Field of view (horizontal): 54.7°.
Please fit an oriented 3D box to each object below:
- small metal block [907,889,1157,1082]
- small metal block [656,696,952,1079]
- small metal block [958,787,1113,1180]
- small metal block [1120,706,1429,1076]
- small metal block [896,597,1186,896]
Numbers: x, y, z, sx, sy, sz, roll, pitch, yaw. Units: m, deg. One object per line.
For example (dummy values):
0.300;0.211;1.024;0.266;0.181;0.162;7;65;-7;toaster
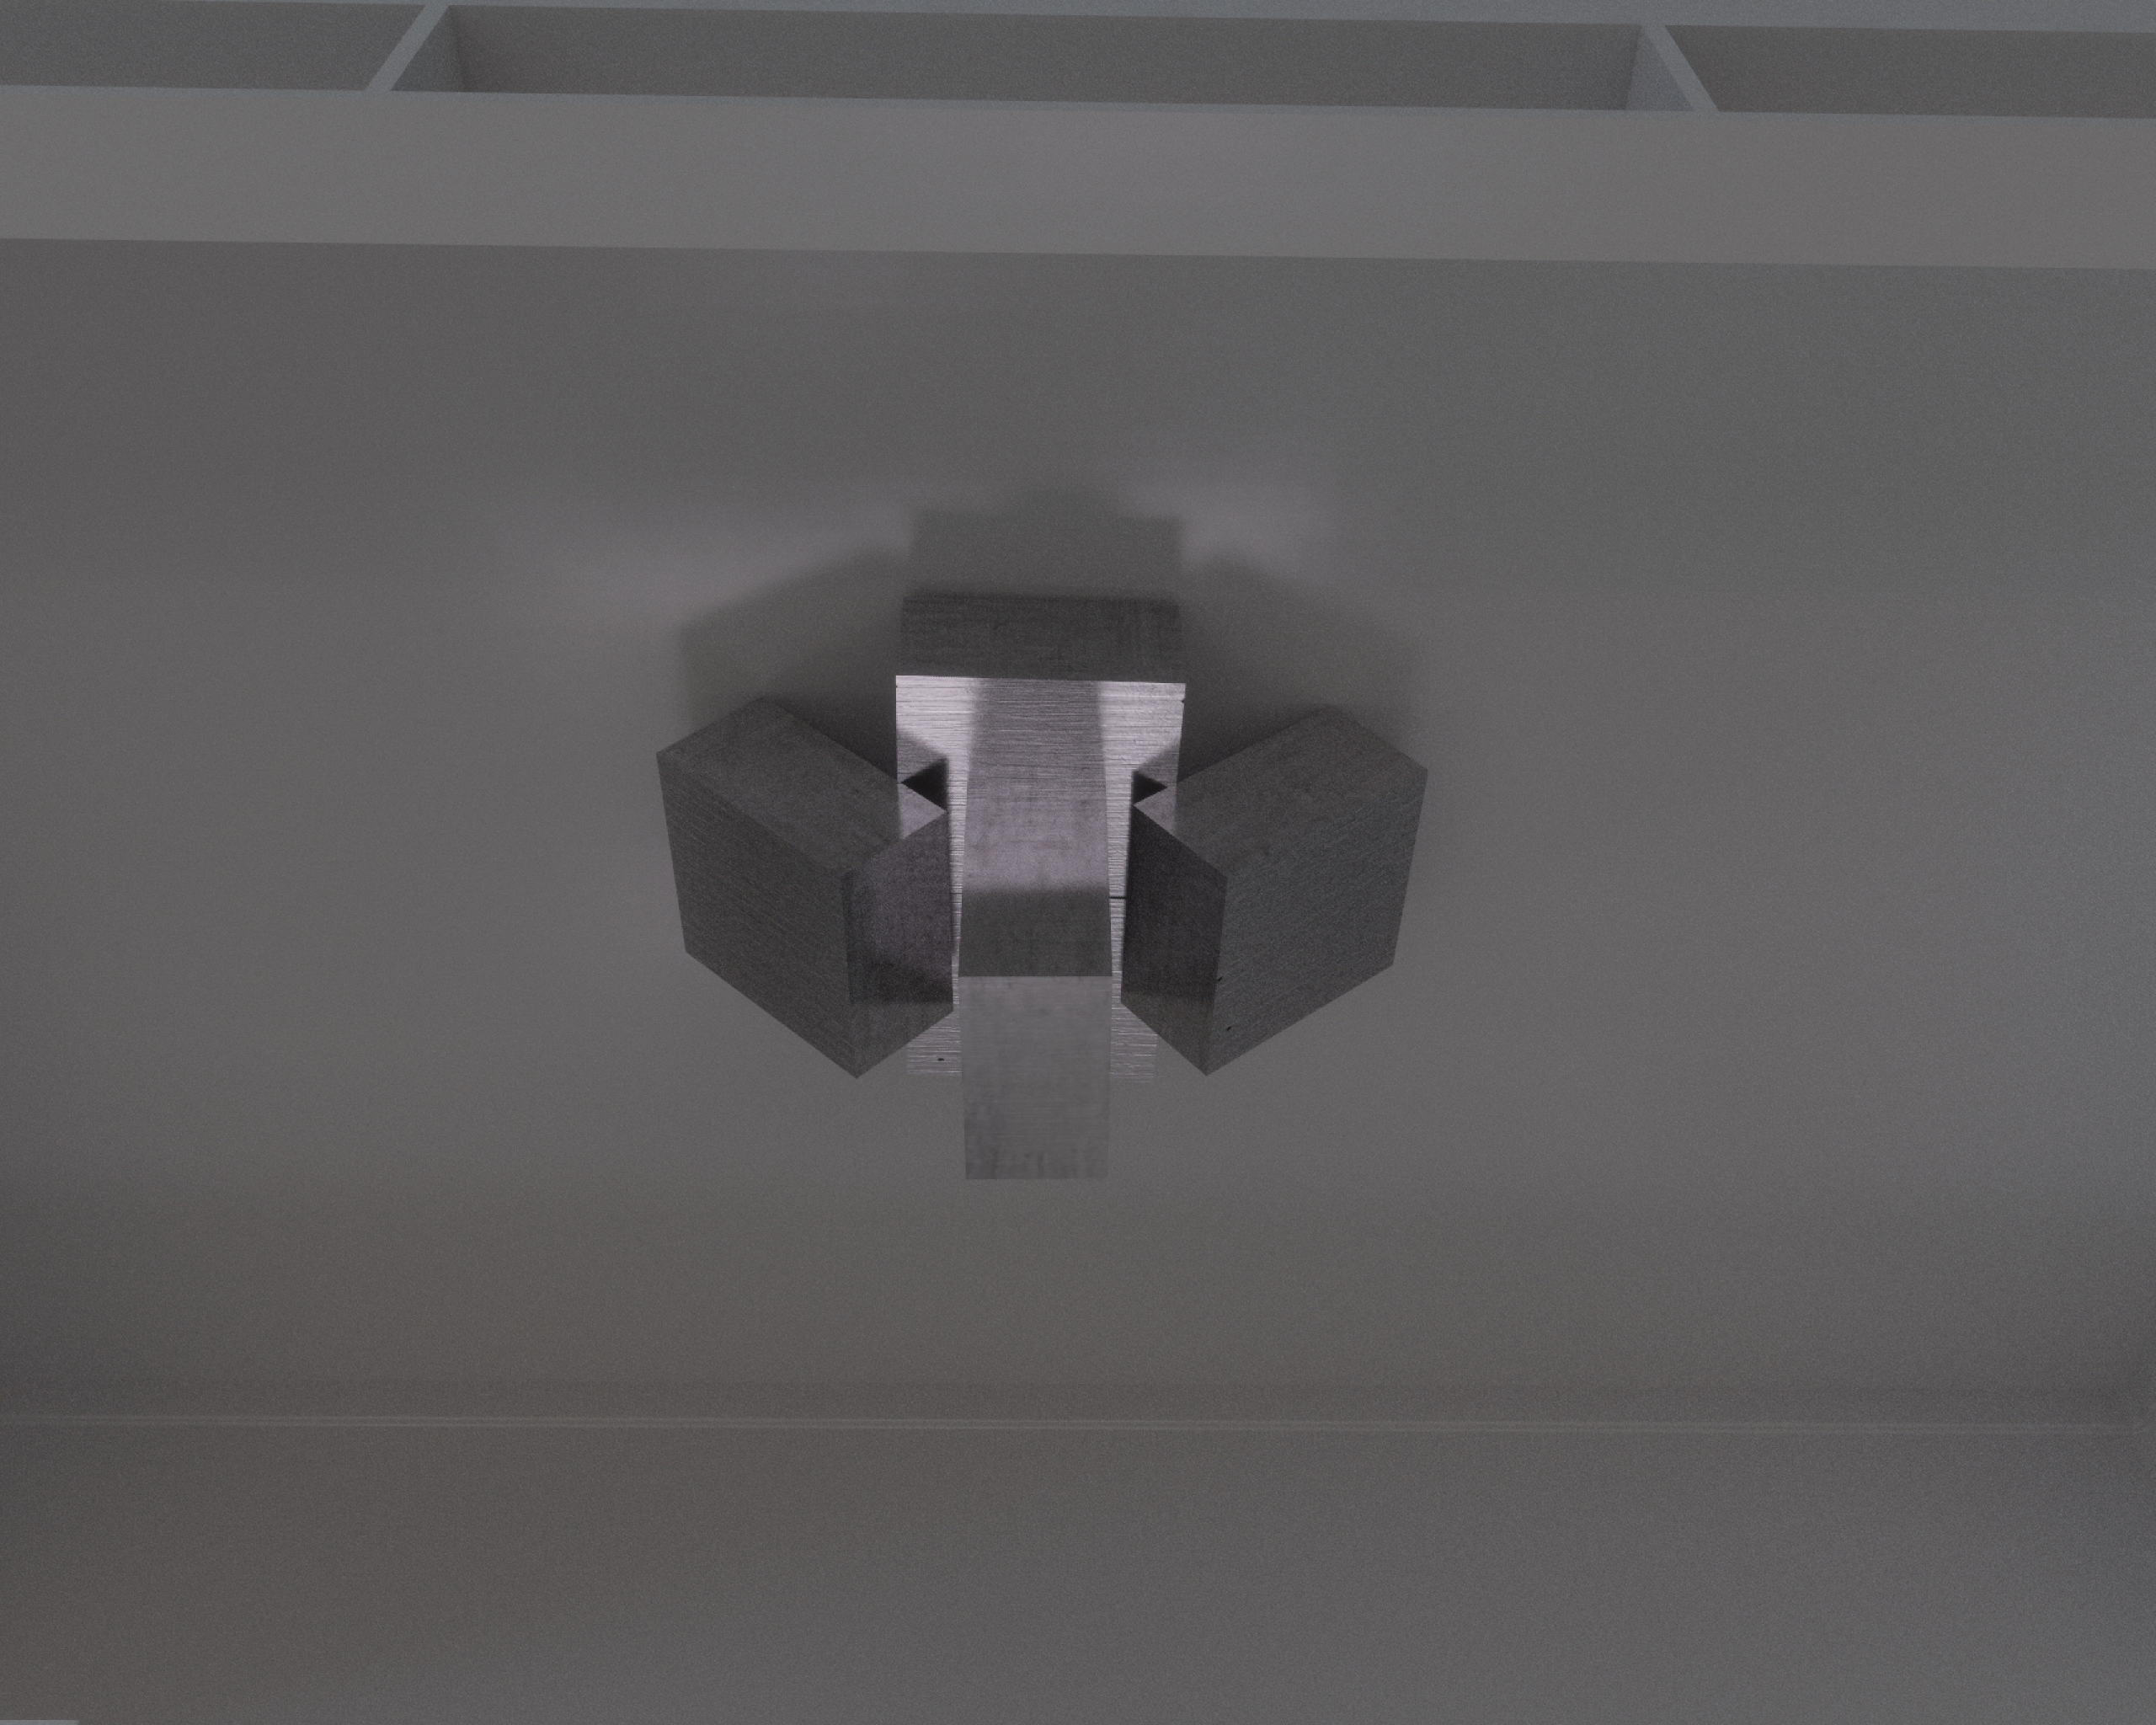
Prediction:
-0.009;0.017;0.421;0.050;0.025;0.050;2;130;-2;small metal block
-0.051;0.004;0.392;0.050;0.025;0.050;32;139;31;small metal block
-0.007;0.021;0.375;0.025;0.050;0.050;0;130;-1;small metal block
0.036;0.005;0.396;0.050;0.025;0.050;-27;139;-30;small metal block
-0.008;-0.021;0.388;0.050;0.025;0.050;1;130;-2;small metal block
